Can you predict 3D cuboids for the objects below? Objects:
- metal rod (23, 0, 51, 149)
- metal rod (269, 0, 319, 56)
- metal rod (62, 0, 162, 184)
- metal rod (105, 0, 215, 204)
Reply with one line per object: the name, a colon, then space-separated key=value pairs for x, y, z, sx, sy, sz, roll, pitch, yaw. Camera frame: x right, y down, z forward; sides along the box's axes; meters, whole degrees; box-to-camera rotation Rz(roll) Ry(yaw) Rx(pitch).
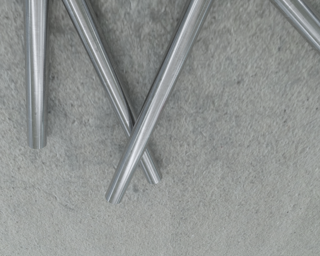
metal rod: x=-0.130 y=-0.090 z=0.328 sx=0.025 sy=0.025 sz=0.298 roll=11 pitch=129 yaw=-10
metal rod: x=0.159 y=-0.103 z=0.321 sx=0.301 sy=0.025 sz=0.025 roll=33 pitch=123 yaw=-25
metal rod: x=-0.048 y=-0.034 z=0.377 sx=0.025 sy=0.025 sz=0.299 roll=-12 pitch=130 yaw=10
metal rod: x=-0.010 y=-0.019 z=0.366 sx=0.025 sy=0.025 sz=0.298 roll=17 pitch=121 yaw=-14
